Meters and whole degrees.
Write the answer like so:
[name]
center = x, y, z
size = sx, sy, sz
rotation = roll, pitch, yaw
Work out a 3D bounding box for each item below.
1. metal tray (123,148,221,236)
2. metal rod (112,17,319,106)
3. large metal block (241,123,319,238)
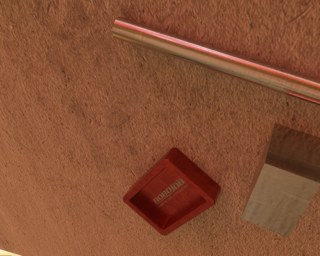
[metal tray]
center = 0.013, 0.098, 0.455
size = 0.090, 0.030, 0.129
rotation = 42, 129, -1
[metal rod]
center = 0.087, -0.062, 0.321
size = 0.301, 0.025, 0.025
rotation = 22, 126, 14
[large metal block]
center = 0.132, 0.054, 0.335
size = 0.050, 0.080, 0.079
rotation = 20, 126, 16
